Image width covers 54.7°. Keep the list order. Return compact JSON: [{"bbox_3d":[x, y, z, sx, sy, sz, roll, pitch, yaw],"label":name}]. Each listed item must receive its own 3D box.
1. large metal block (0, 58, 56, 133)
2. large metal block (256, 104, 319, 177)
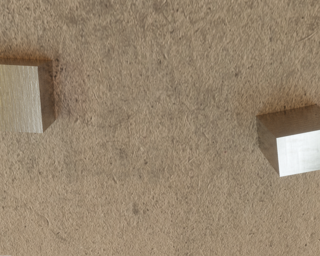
[{"bbox_3d":[-0.178,-0.042,0.379,0.081,0.050,0.079,3,110,-1],"label":"large metal block"},{"bbox_3d":[0.174,0.013,0.387,0.080,0.080,0.050,-11,110,4],"label":"large metal block"}]
